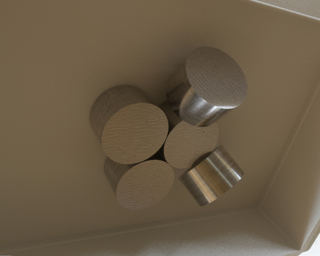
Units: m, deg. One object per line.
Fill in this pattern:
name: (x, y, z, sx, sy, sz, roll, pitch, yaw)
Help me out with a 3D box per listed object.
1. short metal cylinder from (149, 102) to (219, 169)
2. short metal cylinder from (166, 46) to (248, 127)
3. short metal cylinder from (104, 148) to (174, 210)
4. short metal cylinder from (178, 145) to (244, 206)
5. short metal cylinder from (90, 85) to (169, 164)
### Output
short metal cylinder: (0.031, 0.007, 0.413, 0.081, 0.050, 0.079, -14, 125, -21)
short metal cylinder: (0.054, -0.048, 0.363, 0.081, 0.080, 0.050, -3, 158, -27)
short metal cylinder: (-0.028, 0.062, 0.414, 0.081, 0.050, 0.079, -14, 125, -21)
short metal cylinder: (0.074, 0.068, 0.448, 0.080, 0.050, 0.080, -37, 174, -4)
short metal cylinder: (-0.037, -0.004, 0.368, 0.081, 0.050, 0.079, -14, 125, -21)
